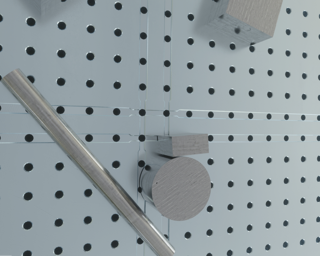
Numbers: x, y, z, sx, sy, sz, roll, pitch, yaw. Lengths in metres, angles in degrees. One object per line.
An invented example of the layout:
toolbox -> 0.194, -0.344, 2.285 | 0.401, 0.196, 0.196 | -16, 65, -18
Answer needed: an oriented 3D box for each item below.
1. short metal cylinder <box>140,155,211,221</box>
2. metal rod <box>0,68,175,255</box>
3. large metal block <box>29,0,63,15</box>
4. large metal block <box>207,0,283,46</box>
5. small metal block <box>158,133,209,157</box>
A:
short metal cylinder -> 0.019, 0.075, 0.408 | 0.081, 0.050, 0.079 | 0, 90, -21
metal rod -> -0.080, 0.055, 0.383 | 0.025, 0.025, 0.300 | -42, 104, -15
large metal block -> -0.130, -0.193, 0.351 | 0.080, 0.050, 0.080 | -43, 104, -15
large metal block -> 0.125, -0.177, 0.447 | 0.081, 0.050, 0.080 | 19, 84, -20
small metal block -> 0.030, 0.021, 0.412 | 0.050, 0.050, 0.025 | -4, 92, -20
